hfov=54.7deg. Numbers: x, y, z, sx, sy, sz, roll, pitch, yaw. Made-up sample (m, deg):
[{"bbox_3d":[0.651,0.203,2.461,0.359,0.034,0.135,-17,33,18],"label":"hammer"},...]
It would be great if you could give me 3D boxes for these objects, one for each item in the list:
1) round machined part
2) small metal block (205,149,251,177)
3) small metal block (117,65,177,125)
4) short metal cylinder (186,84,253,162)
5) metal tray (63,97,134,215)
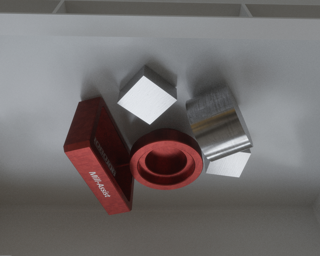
[{"bbox_3d":[0.008,0.038,0.427,0.099,0.042,0.097,-1,130,0],"label":"round machined part"},{"bbox_3d":[0.095,0.042,0.444,0.050,0.025,0.050,8,129,-6],"label":"small metal block"},{"bbox_3d":[-0.015,-0.039,0.373,0.050,0.025,0.050,34,123,-24],"label":"small metal block"},{"bbox_3d":[0.071,-0.006,0.367,0.050,0.080,0.080,-23,127,18],"label":"short metal cylinder"},{"bbox_3d":[-0.069,0.037,0.395,0.030,0.090,0.129,-13,129,11],"label":"metal tray"}]
